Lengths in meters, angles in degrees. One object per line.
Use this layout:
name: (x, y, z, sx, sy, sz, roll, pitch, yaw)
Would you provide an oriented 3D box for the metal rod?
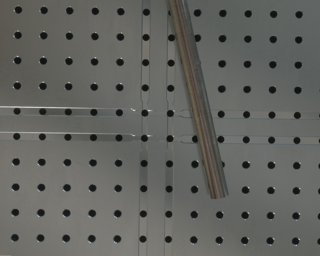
metal rod: (0.048, -0.055, 0.413, 0.025, 0.025, 0.299, -12, 90, 0)
